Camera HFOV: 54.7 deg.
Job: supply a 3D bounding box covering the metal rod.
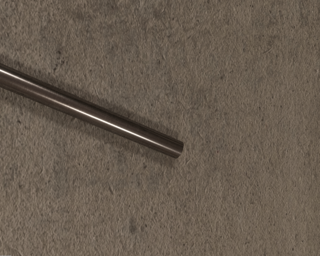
[{"bbox_3d":[-0.105,-0.027,0.370,0.302,0.025,0.025,24,82,-19],"label":"metal rod"}]
